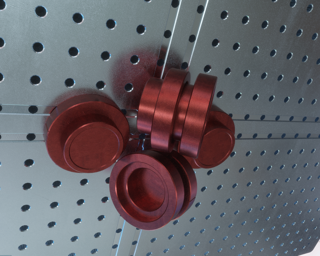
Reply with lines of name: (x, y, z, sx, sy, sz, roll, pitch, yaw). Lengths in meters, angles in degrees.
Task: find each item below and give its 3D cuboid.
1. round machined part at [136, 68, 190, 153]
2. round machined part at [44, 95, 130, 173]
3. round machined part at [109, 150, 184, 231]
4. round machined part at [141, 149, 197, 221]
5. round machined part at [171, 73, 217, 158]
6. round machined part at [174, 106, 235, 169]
round machined part: (0.003, -0.023, 0.366, 0.042, 0.098, 0.097, 14, 118, 10)
round machined part: (-0.081, 0.014, 0.363, 0.099, 0.042, 0.097, -14, 124, -21)
round machined part: (-0.013, 0.076, 0.397, 0.042, 0.098, 0.097, -15, 132, -60)
round machined part: (0.006, 0.074, 0.424, 0.042, 0.098, 0.097, -14, 131, -60)
round machined part: (0.035, -0.017, 0.363, 0.042, 0.098, 0.097, 14, 118, 10)
round machined part: (0.069, 0.020, 0.449, 0.099, 0.042, 0.097, -14, 124, -21)
